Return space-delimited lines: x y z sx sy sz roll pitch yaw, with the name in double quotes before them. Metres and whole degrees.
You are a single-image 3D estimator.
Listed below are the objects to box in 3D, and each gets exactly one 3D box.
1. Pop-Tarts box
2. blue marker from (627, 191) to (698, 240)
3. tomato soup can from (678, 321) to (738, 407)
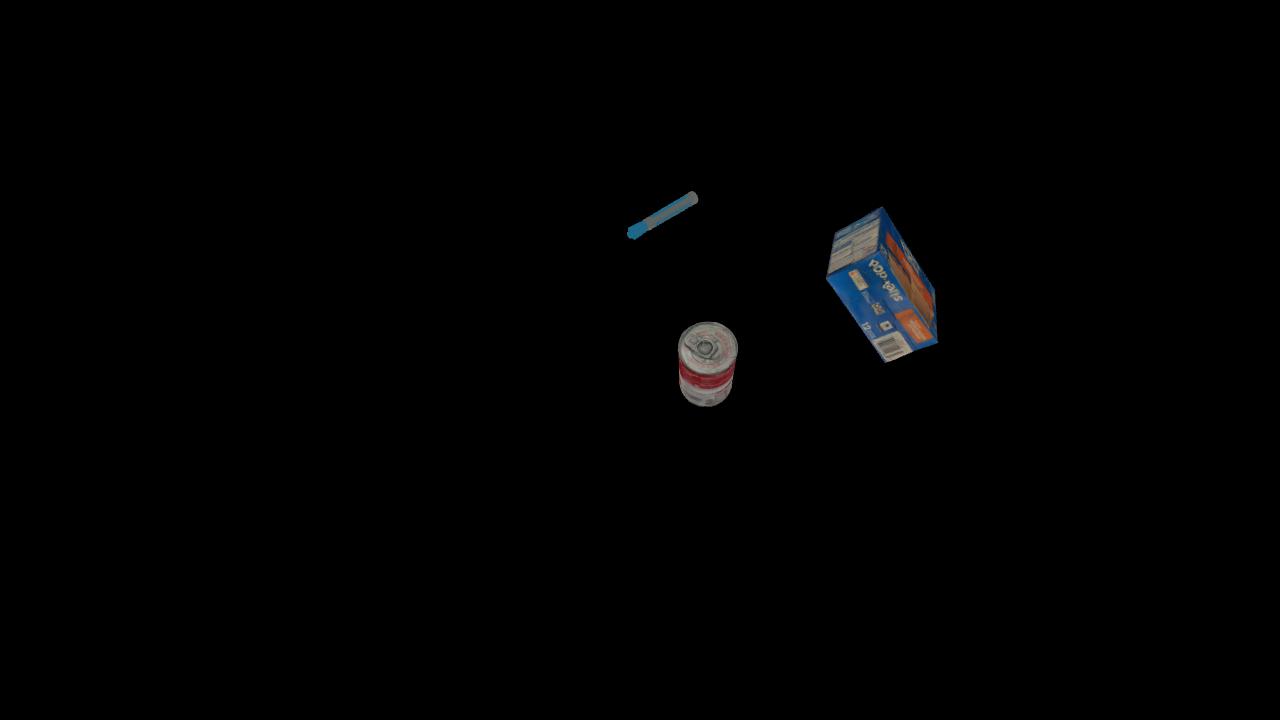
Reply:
"Pop-Tarts box" 0.354 -0.109 0.891 0.083 0.167 0.141 -26 24 37
"blue marker" 0.031 -0.202 0.863 0.121 0.020 0.020 -34 13 -20
"tomato soup can" 0.080 0.008 0.729 0.068 0.068 0.101 0 -26 5
